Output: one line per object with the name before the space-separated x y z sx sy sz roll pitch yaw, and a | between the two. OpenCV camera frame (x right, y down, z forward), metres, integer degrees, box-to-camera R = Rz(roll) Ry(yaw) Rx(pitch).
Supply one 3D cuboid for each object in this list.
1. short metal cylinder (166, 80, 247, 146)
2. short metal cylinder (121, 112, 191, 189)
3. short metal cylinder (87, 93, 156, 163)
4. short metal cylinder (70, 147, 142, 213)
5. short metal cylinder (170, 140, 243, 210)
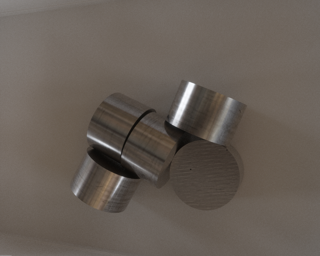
short metal cylinder | 0.053 -0.018 0.360 0.080 0.080 0.050 24 98 18
short metal cylinder | -0.003 0.027 0.381 0.050 0.080 0.080 28 99 17
short metal cylinder | -0.047 0.001 0.395 0.050 0.080 0.080 27 99 17
short metal cylinder | -0.068 0.065 0.402 0.080 0.080 0.050 31 100 17
short metal cylinder | 0.058 0.053 0.374 0.080 0.050 0.079 0 90 19
